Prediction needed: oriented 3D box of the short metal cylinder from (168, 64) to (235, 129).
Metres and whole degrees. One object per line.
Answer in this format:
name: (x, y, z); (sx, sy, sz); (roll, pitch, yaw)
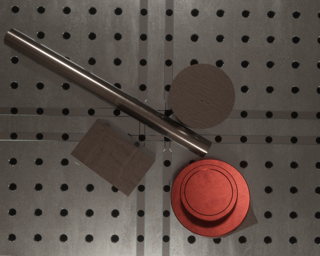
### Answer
short metal cylinder: (0.051, -0.039, 0.402); (0.081, 0.050, 0.079); (0, 90, -1)

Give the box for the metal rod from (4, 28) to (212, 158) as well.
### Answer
metal rod: (-0.068, -0.046, 0.412); (0.301, 0.025, 0.025); (30, 90, -1)

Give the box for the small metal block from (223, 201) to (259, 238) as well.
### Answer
small metal block: (0.095, 0.111, 0.415); (0.050, 0.025, 0.050); (-24, 90, -1)

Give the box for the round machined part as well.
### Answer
round machined part: (0.062, 0.084, 0.385); (0.098, 0.042, 0.098); (-5, 63, 10)

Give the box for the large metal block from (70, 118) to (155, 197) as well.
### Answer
large metal block: (-0.053, 0.033, 0.385); (0.080, 0.080, 0.050); (37, 90, -1)
